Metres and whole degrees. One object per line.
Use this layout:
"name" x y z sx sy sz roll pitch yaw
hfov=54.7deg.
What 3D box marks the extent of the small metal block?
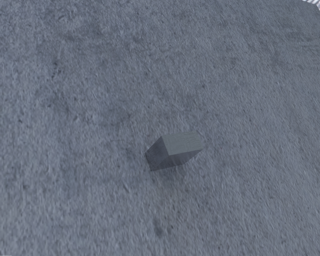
"small metal block" 0.016 0.028 0.381 0.050 0.050 0.025 -8 66 -32
